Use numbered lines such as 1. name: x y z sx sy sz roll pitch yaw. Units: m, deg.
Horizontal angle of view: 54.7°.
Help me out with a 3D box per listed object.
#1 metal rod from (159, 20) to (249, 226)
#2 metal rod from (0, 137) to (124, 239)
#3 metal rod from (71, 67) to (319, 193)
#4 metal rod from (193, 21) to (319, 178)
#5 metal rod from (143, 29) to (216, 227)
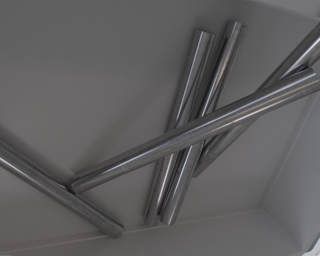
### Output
1. metal rod: 0.054 0.006 0.427 0.025 0.025 0.298 6 111 -31
2. metal rod: -0.138 0.065 0.373 0.025 0.025 0.300 -40 130 -1
3. metal rod: 0.023 0.012 0.349 0.300 0.025 0.025 -25 132 19
4. metal rod: 0.110 -0.020 0.374 0.025 0.025 0.298 1 144 -29
5. metal rod: 0.020 0.016 0.429 0.025 0.025 0.298 0 118 -29
